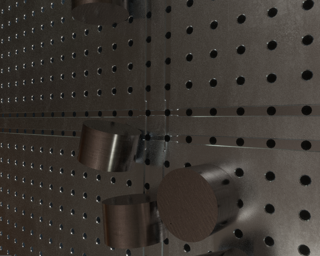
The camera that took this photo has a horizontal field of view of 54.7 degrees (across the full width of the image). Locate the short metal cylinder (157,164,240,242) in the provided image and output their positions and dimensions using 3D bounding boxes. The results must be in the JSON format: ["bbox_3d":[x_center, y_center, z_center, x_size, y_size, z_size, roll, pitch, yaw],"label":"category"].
[{"bbox_3d":[0.043,0.083,0.356,0.080,0.050,0.079,0,90,39],"label":"short metal cylinder"}]

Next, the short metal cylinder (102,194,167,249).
[{"bbox_3d":[-0.032,0.116,0.398,0.080,0.081,0.050,-7,86,39],"label":"short metal cylinder"}]

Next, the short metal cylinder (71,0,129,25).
[{"bbox_3d":[-0.086,-0.186,0.442,0.080,0.081,0.050,-5,87,39],"label":"short metal cylinder"}]

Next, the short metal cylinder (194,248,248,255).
[{"bbox_3d":[0.064,0.170,0.319,0.050,0.081,0.080,-30,72,36],"label":"short metal cylinder"}]

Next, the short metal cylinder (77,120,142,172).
[{"bbox_3d":[-0.070,0.023,0.429,0.080,0.081,0.050,20,103,38],"label":"short metal cylinder"}]
